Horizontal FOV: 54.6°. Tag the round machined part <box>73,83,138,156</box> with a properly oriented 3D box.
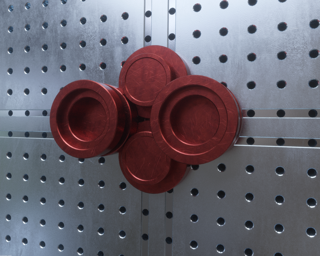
[{"bbox_3d":[-0.075,-0.011,0.430,0.098,0.042,0.097,0,90,20],"label":"round machined part"}]

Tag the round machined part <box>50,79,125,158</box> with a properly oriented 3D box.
[{"bbox_3d":[-0.089,-0.011,0.401,0.098,0.042,0.097,0,90,20],"label":"round machined part"}]

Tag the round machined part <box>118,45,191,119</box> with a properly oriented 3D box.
[{"bbox_3d":[-0.011,-0.060,0.407,0.098,0.042,0.097,0,90,20],"label":"round machined part"}]

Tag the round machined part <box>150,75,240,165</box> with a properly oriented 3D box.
[{"bbox_3d":[0.042,-0.009,0.354,0.098,0.042,0.097,0,90,20],"label":"round machined part"}]

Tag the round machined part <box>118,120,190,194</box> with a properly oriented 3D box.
[{"bbox_3d":[-0.011,0.038,0.407,0.098,0.042,0.097,0,90,20],"label":"round machined part"}]

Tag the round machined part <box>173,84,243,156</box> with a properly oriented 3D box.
[{"bbox_3d":[0.053,-0.010,0.384,0.098,0.042,0.097,0,90,20],"label":"round machined part"}]
